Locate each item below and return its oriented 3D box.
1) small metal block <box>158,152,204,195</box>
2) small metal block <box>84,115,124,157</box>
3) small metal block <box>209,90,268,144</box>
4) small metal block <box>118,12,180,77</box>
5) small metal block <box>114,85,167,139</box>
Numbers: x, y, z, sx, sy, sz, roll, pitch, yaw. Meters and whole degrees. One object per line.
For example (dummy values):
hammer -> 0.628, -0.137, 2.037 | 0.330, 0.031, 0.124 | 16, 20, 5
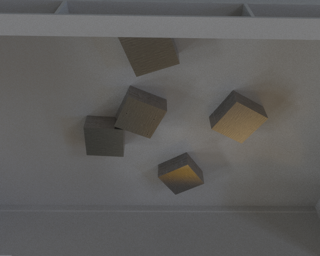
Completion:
small metal block -> 0.032, 0.070, 0.469 | 0.050, 0.025, 0.050 | -26, 126, 20
small metal block -> -0.073, 0.012, 0.418 | 0.050, 0.025, 0.050 | 3, 130, -3
small metal block -> 0.100, -0.013, 0.399 | 0.050, 0.025, 0.050 | 24, 126, -20
small metal block -> -0.011, -0.089, 0.333 | 0.050, 0.025, 0.050 | -15, 129, 12
small metal block -> -0.025, -0.019, 0.392 | 0.050, 0.025, 0.050 | 20, 127, -16
